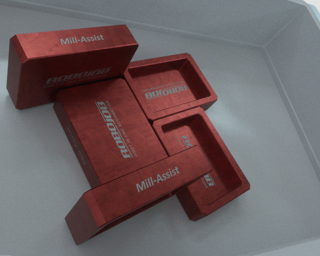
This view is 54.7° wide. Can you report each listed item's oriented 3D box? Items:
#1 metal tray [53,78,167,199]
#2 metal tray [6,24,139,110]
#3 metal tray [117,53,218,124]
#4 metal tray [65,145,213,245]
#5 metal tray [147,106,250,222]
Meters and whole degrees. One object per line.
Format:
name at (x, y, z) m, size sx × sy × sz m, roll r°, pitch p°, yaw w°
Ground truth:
metal tray at (-0.057, 0.008, 0.365) m, size 0.091 × 0.030 × 0.130 m, roll -19°, pitch 72°, yaw -36°
metal tray at (-0.098, -0.069, 0.350) m, size 0.131 × 0.090 × 0.030 m, roll -20°, pitch 73°, yaw -36°
metal tray at (0.010, -0.056, 0.441) m, size 0.131 × 0.030 × 0.090 m, roll -19°, pitch 72°, yaw -35°
metal tray at (-0.020, 0.066, 0.310) m, size 0.131 × 0.090 × 0.030 m, roll -19°, pitch 72°, yaw -35°
metal tray at (0.048, 0.041, 0.402) m, size 0.091 × 0.030 × 0.130 m, roll -19°, pitch 72°, yaw -36°
